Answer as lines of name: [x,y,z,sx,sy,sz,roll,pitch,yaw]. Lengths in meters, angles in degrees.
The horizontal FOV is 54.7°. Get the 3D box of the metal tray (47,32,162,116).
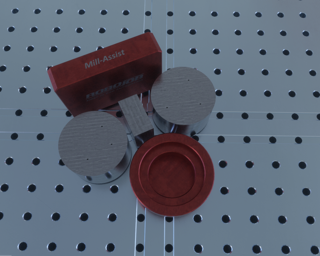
metal tray: [-0.063,-0.064,0.395,0.131,0.090,0.030,-22,72,-8]

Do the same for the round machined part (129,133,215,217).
round machined part: [0.014,0.058,0.377,0.099,0.042,0.098,0,70,0]

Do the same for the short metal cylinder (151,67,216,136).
short metal cylinder: [0.029,-0.033,0.407,0.081,0.050,0.080,0,70,0]

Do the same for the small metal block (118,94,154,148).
small metal block: [-0.029,-0.008,0.396,0.025,0.050,0.050,-24,72,-8]

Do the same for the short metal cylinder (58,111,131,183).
short metal cylinder: [-0.078,0.025,0.385,0.081,0.050,0.080,0,70,0]
